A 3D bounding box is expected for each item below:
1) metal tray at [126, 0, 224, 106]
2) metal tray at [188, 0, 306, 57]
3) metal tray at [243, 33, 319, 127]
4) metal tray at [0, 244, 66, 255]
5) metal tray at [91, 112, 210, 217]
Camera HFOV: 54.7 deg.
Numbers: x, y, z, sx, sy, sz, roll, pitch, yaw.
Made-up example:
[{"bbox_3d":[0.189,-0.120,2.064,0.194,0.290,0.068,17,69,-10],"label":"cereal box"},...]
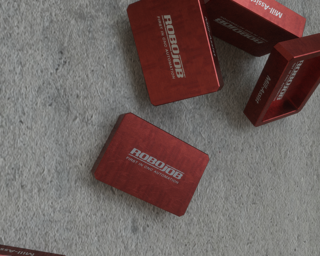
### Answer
[{"bbox_3d":[0.019,-0.100,0.384,0.090,0.030,0.129,-12,96,23],"label":"metal tray"},{"bbox_3d":[0.113,-0.144,0.414,0.131,0.090,0.030,20,81,-19],"label":"metal tray"},{"bbox_3d":[0.177,-0.062,0.424,0.091,0.129,0.030,-17,56,-19],"label":"metal tray"},{"bbox_3d":[-0.178,0.180,0.340,0.131,0.030,0.090,19,84,-19],"label":"metal tray"},{"bbox_3d":[-0.010,0.048,0.403,0.131,0.030,0.090,29,80,-18],"label":"metal tray"}]
